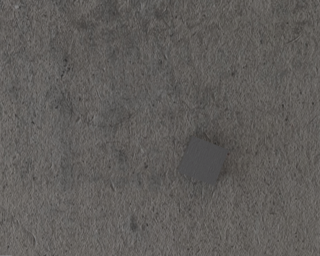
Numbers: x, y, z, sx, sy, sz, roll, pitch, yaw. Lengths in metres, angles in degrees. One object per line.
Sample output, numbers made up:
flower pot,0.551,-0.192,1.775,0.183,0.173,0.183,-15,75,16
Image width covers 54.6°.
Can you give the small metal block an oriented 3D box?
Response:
small metal block,0.056,0.042,0.410,0.050,0.025,0.050,22,90,0
